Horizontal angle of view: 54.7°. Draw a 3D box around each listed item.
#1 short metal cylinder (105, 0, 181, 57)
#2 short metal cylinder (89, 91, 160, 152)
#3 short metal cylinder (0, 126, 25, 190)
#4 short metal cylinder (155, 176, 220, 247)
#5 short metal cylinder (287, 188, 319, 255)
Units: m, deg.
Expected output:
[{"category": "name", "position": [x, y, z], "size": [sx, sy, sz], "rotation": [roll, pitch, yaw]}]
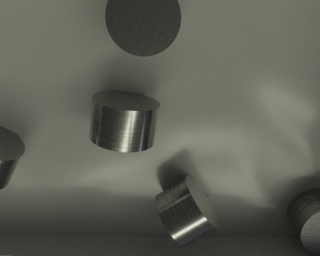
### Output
[{"category": "short metal cylinder", "position": [-0.018, -0.125, 0.352], "size": [0.081, 0.050, 0.079], "rotation": [0, 110, 0]}, {"category": "short metal cylinder", "position": [-0.043, -0.010, 0.378], "size": [0.081, 0.080, 0.050], "rotation": [8, 110, -3]}, {"category": "short metal cylinder", "position": [-0.222, 0.035, 0.393], "size": [0.080, 0.080, 0.050], "rotation": [29, 108, -10]}, {"category": "short metal cylinder", "position": [0.038, 0.113, 0.424], "size": [0.050, 0.080, 0.080], "rotation": [-35, 107, 12]}, {"category": "short metal cylinder", "position": [0.234, 0.135, 0.450], "size": [0.081, 0.050, 0.079], "rotation": [0, 110, 0]}]
